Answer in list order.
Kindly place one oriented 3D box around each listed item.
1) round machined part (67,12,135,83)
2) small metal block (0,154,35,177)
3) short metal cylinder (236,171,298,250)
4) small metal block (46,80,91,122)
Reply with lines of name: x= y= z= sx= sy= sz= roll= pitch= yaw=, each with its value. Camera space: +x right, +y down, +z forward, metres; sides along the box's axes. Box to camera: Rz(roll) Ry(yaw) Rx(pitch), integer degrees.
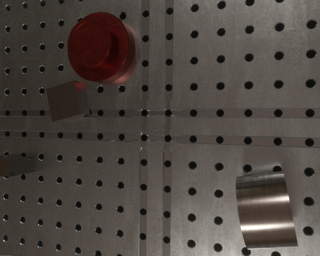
round machined part: x=-0.089 y=-0.114 z=0.434 sx=0.098 sy=0.042 sz=0.097 roll=0 pitch=90 yaw=19
small metal block: x=-0.233 y=0.057 z=0.479 sx=0.050 sy=0.050 sz=0.025 roll=2 pitch=91 yaw=19
short metal cylinder: x=0.117 y=0.090 z=0.342 sx=0.050 sy=0.080 sz=0.080 roll=-11 pitch=87 yaw=19
small metal block: x=-0.136 y=-0.039 z=0.459 sx=0.050 sy=0.025 sz=0.050 roll=-13 pitch=86 yaw=19
